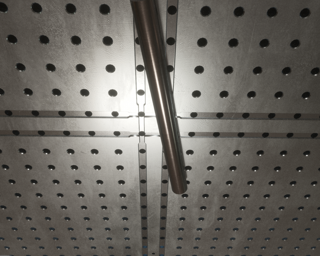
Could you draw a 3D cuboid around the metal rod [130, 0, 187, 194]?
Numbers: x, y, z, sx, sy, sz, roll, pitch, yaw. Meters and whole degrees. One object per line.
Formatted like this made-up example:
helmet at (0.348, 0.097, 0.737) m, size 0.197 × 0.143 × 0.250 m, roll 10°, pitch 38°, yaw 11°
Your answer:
metal rod at (0.007, -0.016, 0.397) m, size 0.025 × 0.025 × 0.298 m, roll -8°, pitch 130°, yaw 6°
